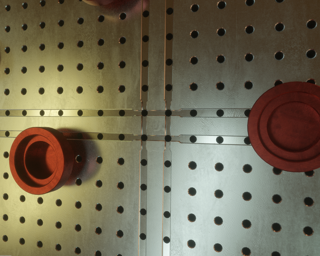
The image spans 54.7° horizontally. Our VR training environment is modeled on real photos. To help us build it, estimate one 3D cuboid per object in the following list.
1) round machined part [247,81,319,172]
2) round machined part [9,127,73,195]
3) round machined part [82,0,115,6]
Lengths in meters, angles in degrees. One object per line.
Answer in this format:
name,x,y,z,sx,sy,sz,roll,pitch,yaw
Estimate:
round machined part,0.151,-0.001,0.350,0.098,0.042,0.097,0,90,19
round machined part,-0.171,0.047,0.462,0.098,0.042,0.097,0,90,19
round machined part,-0.080,-0.219,0.431,0.098,0.042,0.097,0,90,19
